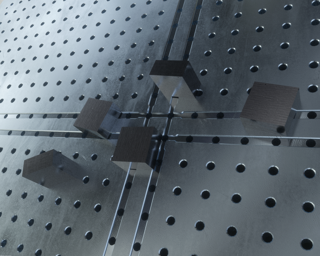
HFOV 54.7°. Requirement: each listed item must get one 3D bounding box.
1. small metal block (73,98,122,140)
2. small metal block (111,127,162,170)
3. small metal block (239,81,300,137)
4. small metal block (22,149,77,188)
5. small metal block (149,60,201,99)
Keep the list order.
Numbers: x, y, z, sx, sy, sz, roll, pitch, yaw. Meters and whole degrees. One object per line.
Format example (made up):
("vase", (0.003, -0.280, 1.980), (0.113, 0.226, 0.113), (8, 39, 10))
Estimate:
("small metal block", (-0.094, -0.015, 0.465), (0.050, 0.025, 0.050), (13, 68, 33))
("small metal block", (-0.030, 0.026, 0.406), (0.050, 0.025, 0.050), (0, 61, 27))
("small metal block", (0.127, -0.023, 0.355), (0.050, 0.025, 0.050), (15, 69, 34))
("small metal block", (-0.154, 0.058, 0.435), (0.050, 0.050, 0.025), (-20, 54, 16))
("small metal block", (0.021, -0.066, 0.420), (0.050, 0.050, 0.025), (9, 67, 32))
